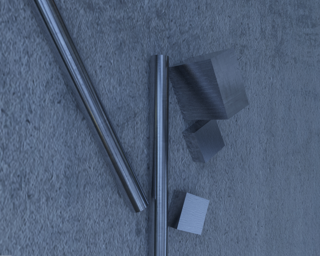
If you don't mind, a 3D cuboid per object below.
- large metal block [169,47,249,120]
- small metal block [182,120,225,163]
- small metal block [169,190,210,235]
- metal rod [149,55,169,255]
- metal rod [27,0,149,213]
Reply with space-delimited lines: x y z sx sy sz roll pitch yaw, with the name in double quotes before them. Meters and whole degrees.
"large metal block" 0.065 -0.058 0.426 0.050 0.080 0.080 -32 110 -36
"small metal block" 0.066 0.017 0.463 0.050 0.025 0.050 -35 112 -35
"small metal block" 0.039 0.120 0.440 0.050 0.025 0.050 27 73 -37
"metal rod" -0.001 0.056 0.405 0.025 0.025 0.298 0 90 -40
"metal rod" -0.080 -0.034 0.339 0.025 0.025 0.299 -35 112 -35
